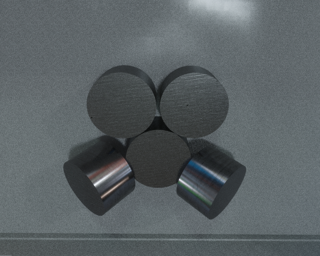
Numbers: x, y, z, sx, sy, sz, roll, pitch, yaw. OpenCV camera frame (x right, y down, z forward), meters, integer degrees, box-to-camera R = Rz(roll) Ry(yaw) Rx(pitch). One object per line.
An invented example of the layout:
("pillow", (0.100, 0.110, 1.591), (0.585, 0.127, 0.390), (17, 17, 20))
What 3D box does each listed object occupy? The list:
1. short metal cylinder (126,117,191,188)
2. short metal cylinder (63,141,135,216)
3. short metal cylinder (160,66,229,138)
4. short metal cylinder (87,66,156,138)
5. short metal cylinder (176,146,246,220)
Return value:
("short metal cylinder", (-0.002, 0.031, 0.406), (0.081, 0.050, 0.079), (0, 110, -1))
("short metal cylinder", (-0.078, 0.064, 0.397), (0.050, 0.080, 0.080), (-35, 114, -35))
("short metal cylinder", (0.040, -0.034, 0.385), (0.081, 0.050, 0.079), (0, 110, -1))
("short metal cylinder", (-0.045, -0.033, 0.382), (0.081, 0.050, 0.079), (0, 110, -1))
("short metal cylinder", (0.067, 0.070, 0.400), (0.050, 0.081, 0.079), (33, 112, 30))
